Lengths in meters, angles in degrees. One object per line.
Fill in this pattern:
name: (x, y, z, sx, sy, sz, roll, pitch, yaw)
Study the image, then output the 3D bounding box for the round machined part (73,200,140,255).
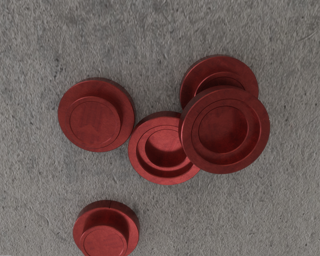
round machined part: (-0.080, 0.160, 0.459, 0.099, 0.042, 0.097, 0, 110, 0)

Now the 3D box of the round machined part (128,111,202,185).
round machined part: (0.010, 0.023, 0.406, 0.099, 0.042, 0.097, 1, 114, 3)

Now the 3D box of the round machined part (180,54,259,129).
round machined part: (0.074, -0.040, 0.386, 0.099, 0.042, 0.097, 0, 110, 0)

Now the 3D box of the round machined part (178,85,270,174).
round machined part: (0.069, -0.001, 0.352, 0.099, 0.042, 0.097, -2, 108, -6)

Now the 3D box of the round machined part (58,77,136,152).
round machined part: (-0.081, -0.013, 0.395, 0.099, 0.042, 0.097, 0, 110, 0)
